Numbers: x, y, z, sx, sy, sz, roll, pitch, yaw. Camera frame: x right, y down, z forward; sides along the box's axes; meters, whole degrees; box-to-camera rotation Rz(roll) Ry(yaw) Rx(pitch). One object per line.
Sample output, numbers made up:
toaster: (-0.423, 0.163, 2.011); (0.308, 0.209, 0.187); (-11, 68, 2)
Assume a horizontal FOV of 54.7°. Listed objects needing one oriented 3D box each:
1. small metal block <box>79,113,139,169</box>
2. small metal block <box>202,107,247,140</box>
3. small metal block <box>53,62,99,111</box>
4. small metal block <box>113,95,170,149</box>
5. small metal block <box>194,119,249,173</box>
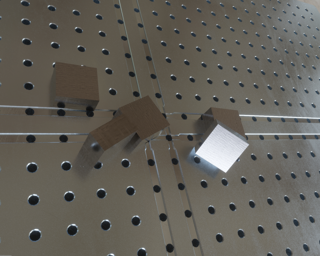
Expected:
small metal block: (-0.059, 0.015, 0.353); (0.050, 0.050, 0.025); (-34, 81, -38)
small metal block: (0.096, -0.001, 0.462); (0.050, 0.025, 0.050); (5, 60, -26)
small metal block: (-0.105, -0.051, 0.384); (0.050, 0.025, 0.050); (4, 60, -26)
small metal block: (-0.024, -0.009, 0.402); (0.050, 0.025, 0.050); (-29, 78, -38)
small metal block: (0.083, 0.024, 0.421); (0.050, 0.050, 0.025); (33, 17, -8)
